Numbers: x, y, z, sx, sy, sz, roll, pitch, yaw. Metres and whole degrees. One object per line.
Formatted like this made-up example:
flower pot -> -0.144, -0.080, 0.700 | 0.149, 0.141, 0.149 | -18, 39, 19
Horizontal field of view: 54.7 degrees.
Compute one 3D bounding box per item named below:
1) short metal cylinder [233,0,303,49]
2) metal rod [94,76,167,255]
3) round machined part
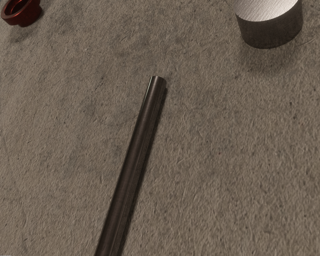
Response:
short metal cylinder -> 0.142, -0.151, 0.406 | 0.080, 0.050, 0.080 | -13, 56, 20
metal rod -> -0.039, 0.064, 0.383 | 0.025, 0.025, 0.300 | 1, 62, 28
round machined part -> -0.319, -0.276, 0.726 | 0.098, 0.042, 0.098 | -13, 56, 20
